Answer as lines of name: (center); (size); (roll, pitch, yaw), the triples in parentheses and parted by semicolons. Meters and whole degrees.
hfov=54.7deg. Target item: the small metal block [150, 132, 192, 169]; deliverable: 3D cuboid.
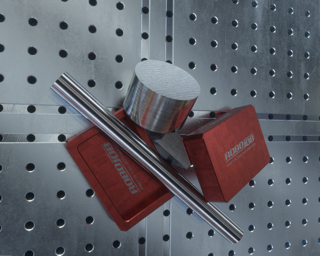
small metal block: (0.015, 0.025, 0.400); (0.050, 0.050, 0.025); (42, 77, -15)

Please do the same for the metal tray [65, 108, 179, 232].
metal tray: (-0.046, 0.050, 0.389); (0.090, 0.030, 0.130); (-33, 101, -17)

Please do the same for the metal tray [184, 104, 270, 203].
metal tray: (0.096, 0.030, 0.414); (0.131, 0.030, 0.090); (-27, 100, -43)

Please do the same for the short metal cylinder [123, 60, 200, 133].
short metal cylinder: (0.002, -0.039, 0.374); (0.081, 0.080, 0.050); (9, 129, -20)

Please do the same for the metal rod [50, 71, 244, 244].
metal rod: (-0.004, 0.046, 0.375); (0.300, 0.025, 0.025); (43, 77, -16)
